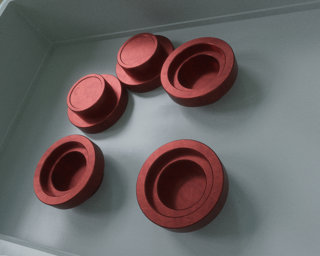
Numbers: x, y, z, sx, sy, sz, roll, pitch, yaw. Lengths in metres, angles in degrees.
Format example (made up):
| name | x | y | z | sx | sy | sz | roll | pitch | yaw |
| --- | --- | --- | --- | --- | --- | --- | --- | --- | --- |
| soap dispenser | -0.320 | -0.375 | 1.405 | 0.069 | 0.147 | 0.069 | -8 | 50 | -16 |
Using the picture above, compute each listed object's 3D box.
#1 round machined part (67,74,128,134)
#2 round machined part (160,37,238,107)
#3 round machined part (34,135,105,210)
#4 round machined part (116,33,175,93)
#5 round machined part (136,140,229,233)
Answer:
| name | x | y | z | sx | sy | sz | roll | pitch | yaw |
| --- | --- | --- | --- | --- | --- | --- | --- | --- | --- |
| round machined part | -0.101 | -0.044 | 0.473 | 0.098 | 0.042 | 0.098 | -13 | 56 | 20 |
| round machined part | 0.054 | -0.068 | 0.408 | 0.098 | 0.042 | 0.098 | -13 | 56 | 20 |
| round machined part | -0.116 | 0.061 | 0.416 | 0.098 | 0.042 | 0.098 | -13 | 56 | 20 |
| round machined part | -0.025 | -0.105 | 0.471 | 0.098 | 0.042 | 0.098 | -13 | 56 | 20 |
| round machined part | 0.027 | 0.065 | 0.340 | 0.098 | 0.042 | 0.098 | -13 | 56 | 20 |
